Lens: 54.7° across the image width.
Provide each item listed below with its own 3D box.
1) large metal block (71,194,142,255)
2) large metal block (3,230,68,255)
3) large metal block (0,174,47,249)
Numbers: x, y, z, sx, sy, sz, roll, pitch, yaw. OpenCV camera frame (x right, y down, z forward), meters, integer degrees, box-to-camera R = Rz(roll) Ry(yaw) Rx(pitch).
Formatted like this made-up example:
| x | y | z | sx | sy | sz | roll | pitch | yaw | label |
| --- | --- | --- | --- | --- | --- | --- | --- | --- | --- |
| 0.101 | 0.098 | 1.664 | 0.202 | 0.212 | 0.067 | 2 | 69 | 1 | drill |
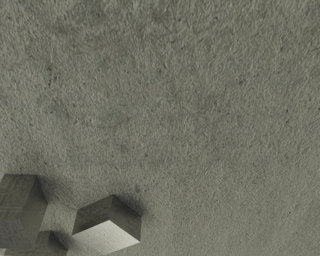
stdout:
| x | y | z | sx | sy | sz | roll | pitch | yaw | label |
| --- | --- | --- | --- | --- | --- | --- | --- | --- | --- |
| -0.089 | 0.168 | 0.533 | 0.080 | 0.050 | 0.080 | -28 | 125 | 21 | large metal block |
| -0.238 | 0.246 | 0.597 | 0.080 | 0.050 | 0.080 | -9 | 130 | 7 | large metal block |
| -0.218 | 0.128 | 0.478 | 0.050 | 0.080 | 0.079 | 1 | 130 | -1 | large metal block |
